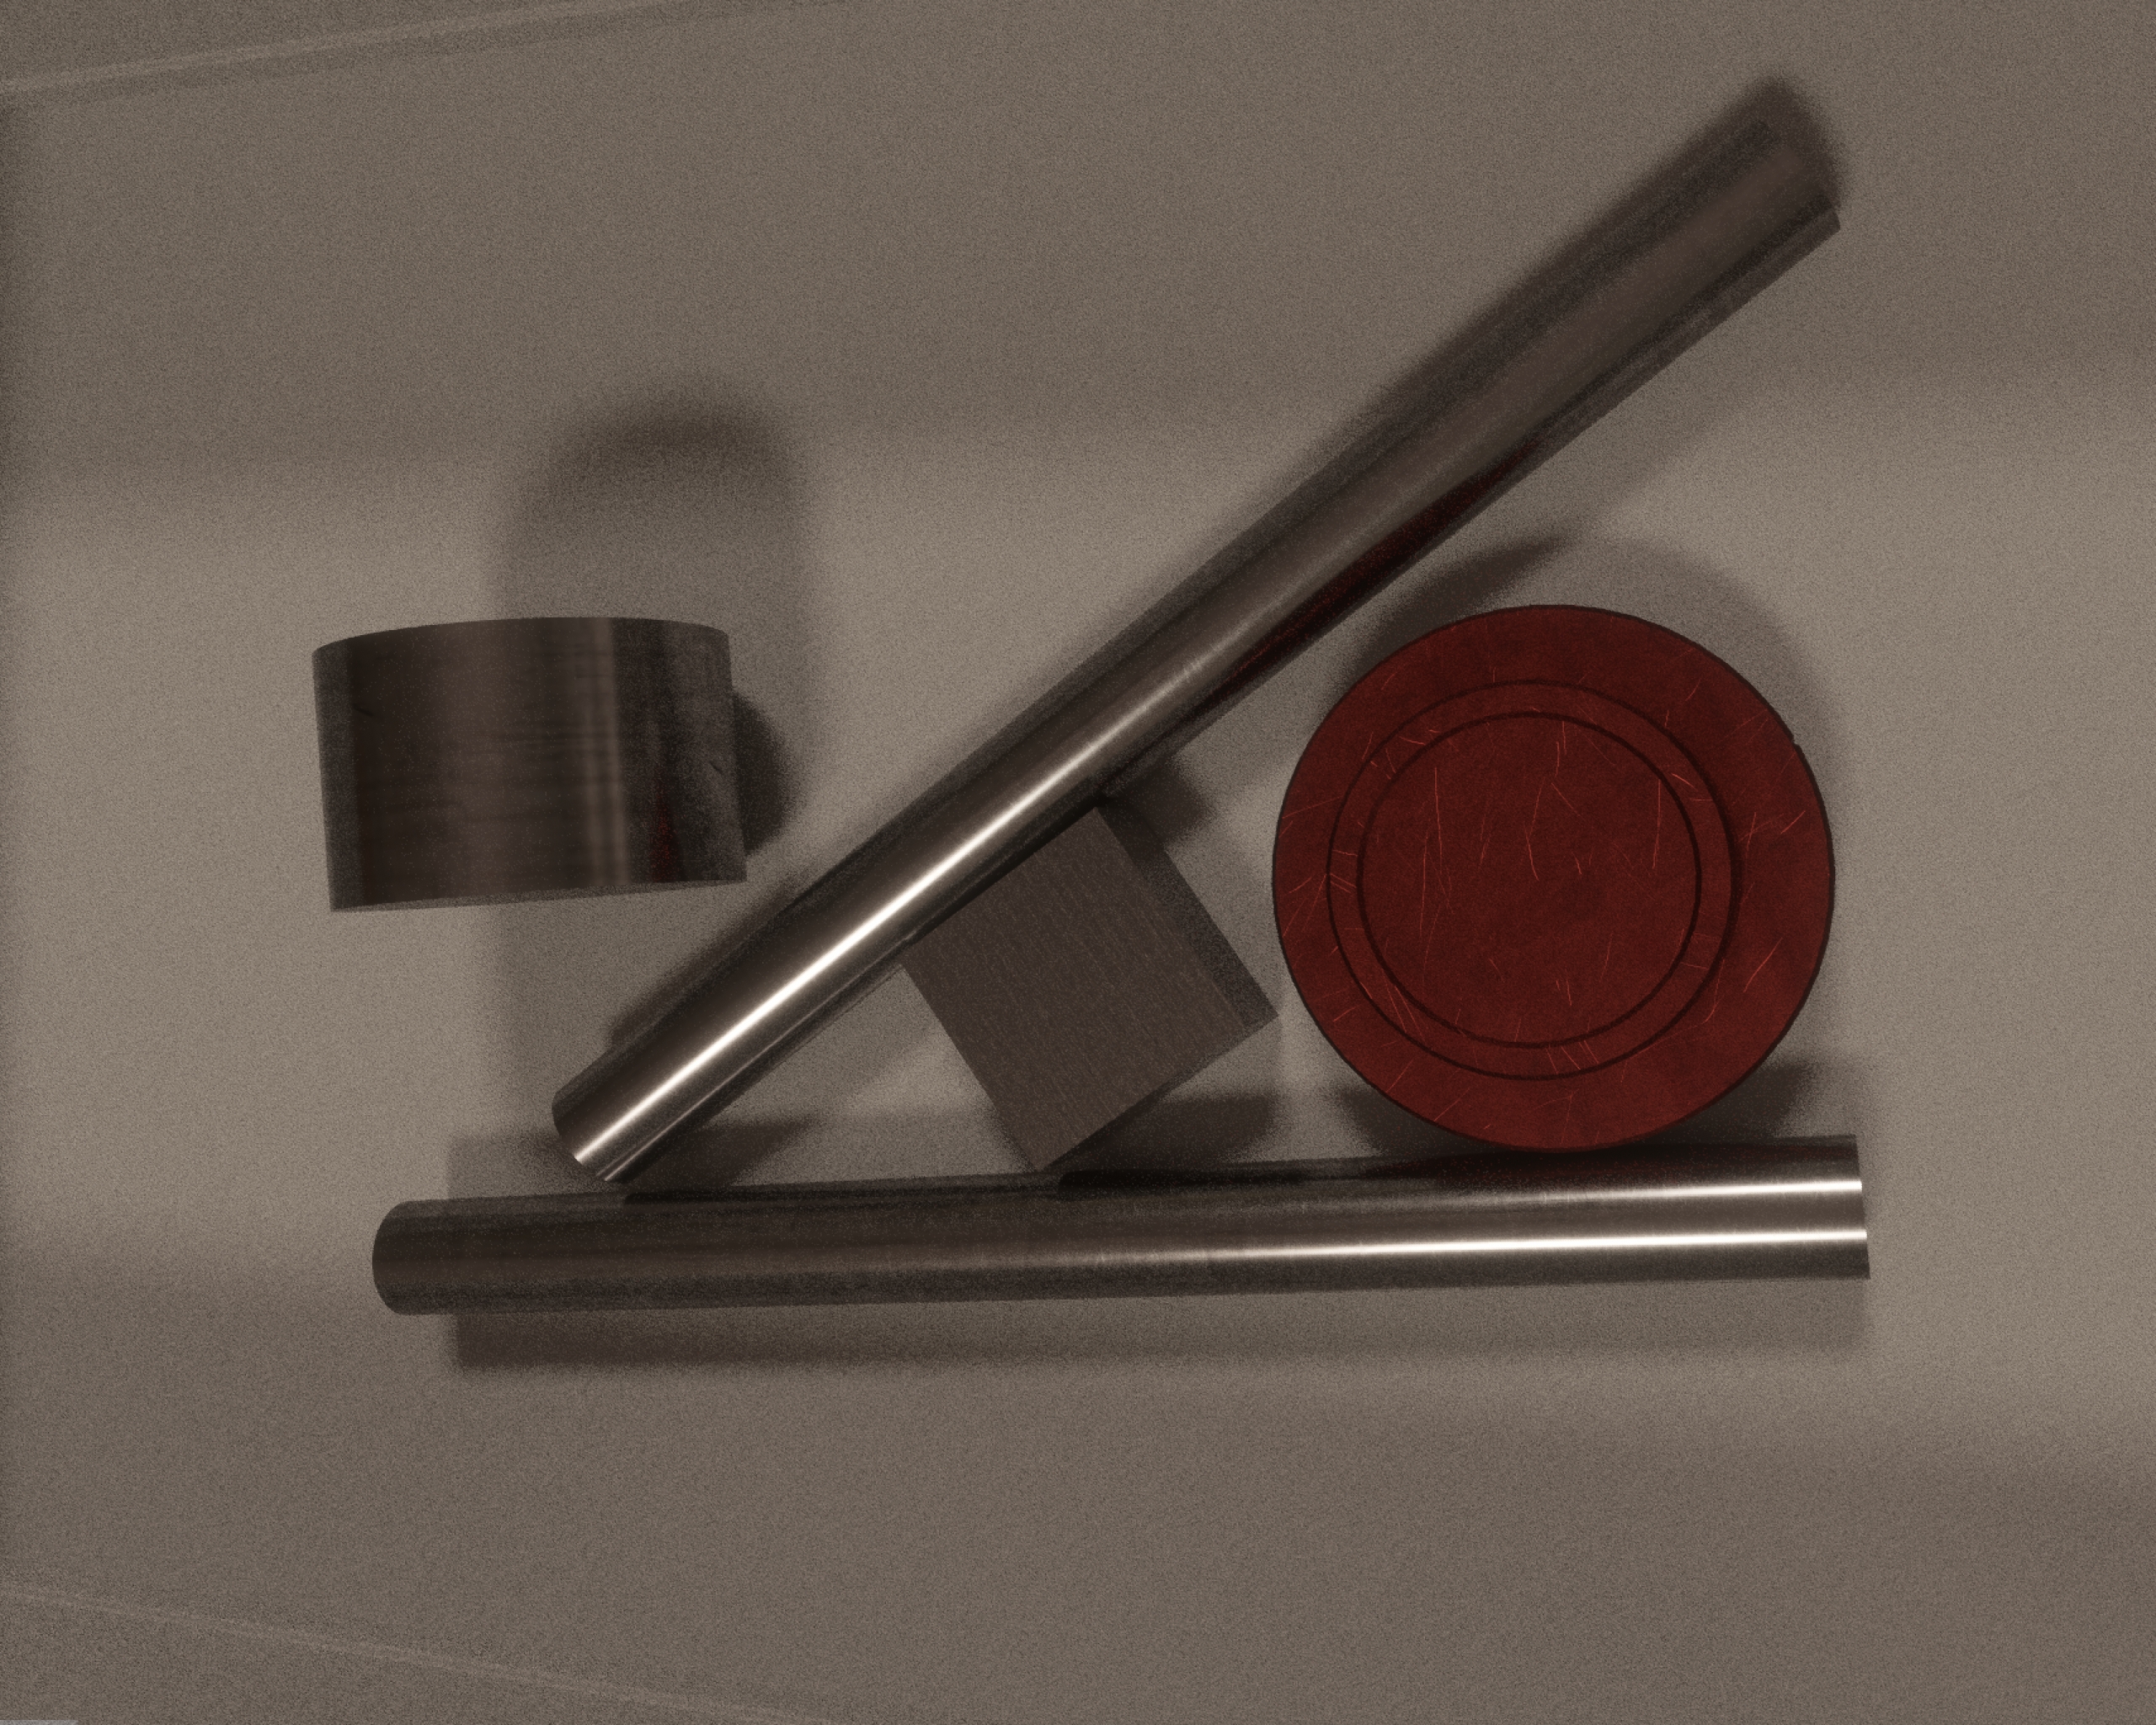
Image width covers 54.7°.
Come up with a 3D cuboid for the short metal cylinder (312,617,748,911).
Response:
[{"bbox_3d":[-0.109,-0.018,0.417,0.080,0.080,0.050,-5,89,19],"label":"short metal cylinder"}]

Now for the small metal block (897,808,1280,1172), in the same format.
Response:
[{"bbox_3d":[0.002,0.024,0.407,0.050,0.025,0.050,-37,79,16],"label":"small metal block"}]

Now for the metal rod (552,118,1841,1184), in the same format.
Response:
[{"bbox_3d":[0.012,-0.031,0.404,0.300,0.025,0.025,-38,78,15],"label":"metal rod"}]

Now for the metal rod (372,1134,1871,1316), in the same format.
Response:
[{"bbox_3d":[-0.006,0.073,0.410,0.301,0.025,0.025,-6,88,19],"label":"metal rod"}]

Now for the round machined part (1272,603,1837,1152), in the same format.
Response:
[{"bbox_3d":[0.082,0.003,0.369,0.098,0.042,0.097,0,90,19],"label":"round machined part"}]
